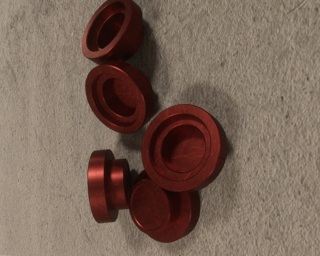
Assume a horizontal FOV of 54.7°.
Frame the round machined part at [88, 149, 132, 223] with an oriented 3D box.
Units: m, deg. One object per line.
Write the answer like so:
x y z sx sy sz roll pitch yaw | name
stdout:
-0.064 0.077 0.420 0.042 0.098 0.097 -6 85 2 | round machined part

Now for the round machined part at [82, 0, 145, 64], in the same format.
-0.060 -0.129 0.429 0.098 0.042 0.098 -18 59 34 | round machined part

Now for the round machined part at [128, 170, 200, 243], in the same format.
-0.002 0.097 0.394 0.098 0.042 0.097 0 90 39 | round machined part

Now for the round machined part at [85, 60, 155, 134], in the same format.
-0.048 -0.044 0.415 0.098 0.042 0.097 18 127 25 | round machined part

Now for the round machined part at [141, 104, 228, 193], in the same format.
0.031 0.025 0.356 0.098 0.042 0.098 -9 72 29 | round machined part
